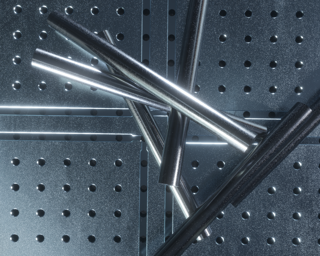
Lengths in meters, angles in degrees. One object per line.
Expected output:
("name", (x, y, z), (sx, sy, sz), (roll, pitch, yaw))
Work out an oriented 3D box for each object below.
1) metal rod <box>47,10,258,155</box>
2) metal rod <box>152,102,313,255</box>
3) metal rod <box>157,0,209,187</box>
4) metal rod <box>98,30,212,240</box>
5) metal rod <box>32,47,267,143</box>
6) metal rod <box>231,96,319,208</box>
("metal rod", (-0.024, -0.064, 0.364), (0.300, 0.025, 0.025), (35, 90, 19))
("metal rod", (0.081, 0.083, 0.390), (0.025, 0.025, 0.300), (44, 87, 0))
("metal rod", (0.035, -0.079, 0.382), (0.025, 0.025, 0.299), (10, 77, 0))
("metal rod", (-0.010, 0.009, 0.413), (0.025, 0.025, 0.299), (-27, 90, 0))
("metal rod", (-0.006, -0.038, 0.392), (0.302, 0.025, 0.025), (18, 90, -9))
("metal rod", (0.198, -0.008, 0.414), (0.300, 0.025, 0.025), (-45, 90, 0))
